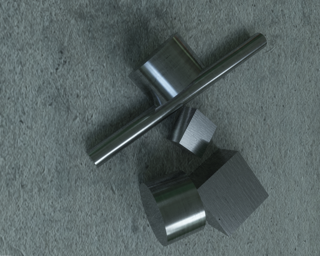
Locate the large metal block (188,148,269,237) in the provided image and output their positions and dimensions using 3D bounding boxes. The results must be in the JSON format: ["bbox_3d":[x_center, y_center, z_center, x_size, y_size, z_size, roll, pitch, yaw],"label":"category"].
[{"bbox_3d":[0.088,0.086,0.428,0.080,0.050,0.080,-40,103,-16],"label":"large metal block"}]

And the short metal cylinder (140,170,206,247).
[{"bbox_3d":[0.014,0.098,0.385,0.050,0.080,0.080,-17,96,-19],"label":"short metal cylinder"}]

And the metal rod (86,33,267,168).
[{"bbox_3d":[0.033,-0.046,0.421,0.301,0.025,0.025,-36,102,-17],"label":"metal rod"}]

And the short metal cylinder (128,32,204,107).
[{"bbox_3d":[0.007,-0.072,0.382,0.080,0.080,0.050,-46,105,-14],"label":"short metal cylinder"}]

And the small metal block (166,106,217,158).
[{"bbox_3d":[0.044,0.006,0.416,0.050,0.025,0.050,36,78,-39],"label":"small metal block"}]
